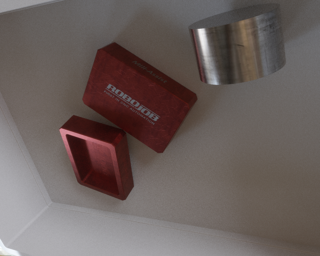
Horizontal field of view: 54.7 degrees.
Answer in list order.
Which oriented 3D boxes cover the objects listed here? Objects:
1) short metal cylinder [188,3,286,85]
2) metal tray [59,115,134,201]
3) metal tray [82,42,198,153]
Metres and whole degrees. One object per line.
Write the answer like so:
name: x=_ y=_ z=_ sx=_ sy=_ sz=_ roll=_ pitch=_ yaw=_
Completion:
short metal cylinder: x=0.071 y=-0.078 z=0.287 sx=0.080 sy=0.080 sz=0.050 roll=-3 pitch=117 yaw=29
metal tray: x=-0.091 y=0.048 z=0.464 sx=0.090 sy=0.030 sz=0.129 roll=16 pitch=136 yaw=19
metal tray: x=-0.029 y=-0.037 z=0.397 sx=0.130 sy=0.030 sz=0.089 roll=34 pitch=128 yaw=5
